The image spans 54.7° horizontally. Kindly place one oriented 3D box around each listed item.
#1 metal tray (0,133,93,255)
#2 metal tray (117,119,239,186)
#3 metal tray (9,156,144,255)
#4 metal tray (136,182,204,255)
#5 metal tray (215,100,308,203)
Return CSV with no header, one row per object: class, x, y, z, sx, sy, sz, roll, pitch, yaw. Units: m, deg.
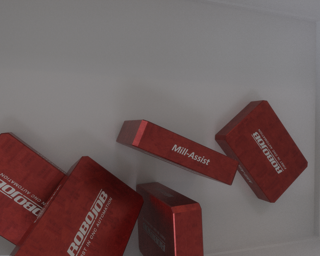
metal tray,-0.151,0.077,0.352,0.130,0.030,0.090,41,77,-15
metal tray,0.019,0.029,0.382,0.131,0.090,0.030,24,82,-19
metal tray,-0.077,0.102,0.318,0.090,0.030,0.130,40,40,-14
metal tray,0.006,0.119,0.357,0.030,0.130,0.089,-3,91,-20
metal tray,0.154,0.035,0.464,0.090,0.030,0.130,-41,103,-15
